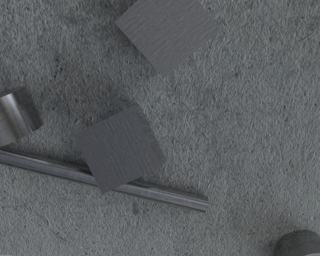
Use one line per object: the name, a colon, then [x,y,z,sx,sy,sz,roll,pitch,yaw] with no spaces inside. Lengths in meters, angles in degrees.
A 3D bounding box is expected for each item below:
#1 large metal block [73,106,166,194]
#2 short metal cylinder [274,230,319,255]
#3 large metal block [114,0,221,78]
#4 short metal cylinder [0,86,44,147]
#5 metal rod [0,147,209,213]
large metal block: [-0.048,0.026,0.393,0.080,0.050,0.080,-26,90,9]
short metal cylinder: [0.224,0.205,0.474,0.081,0.050,0.079,0,110,0]
large metal block: [0.008,-0.117,0.353,0.080,0.050,0.080,-40,106,13]
short metal cylinder: [-0.191,-0.013,0.374,0.080,0.080,0.050,-17,109,6]
metal rod: [-0.079,0.073,0.436,0.302,0.025,0.025,15,109,-6]
